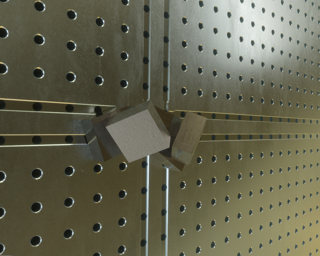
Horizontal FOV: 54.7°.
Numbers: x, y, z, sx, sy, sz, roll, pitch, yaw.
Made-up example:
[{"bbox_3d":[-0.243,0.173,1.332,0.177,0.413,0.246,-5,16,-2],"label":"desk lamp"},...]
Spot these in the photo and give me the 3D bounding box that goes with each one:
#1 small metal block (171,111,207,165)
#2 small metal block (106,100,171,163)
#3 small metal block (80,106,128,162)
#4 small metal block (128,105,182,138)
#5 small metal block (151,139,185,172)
[{"bbox_3d":[0.036,0.014,0.390,0.050,0.025,0.050,88,25,-68],"label":"small metal block"},{"bbox_3d":[-0.023,0.004,0.339,0.050,0.050,0.025,61,17,-23],"label":"small metal block"},{"bbox_3d":[-0.058,0.006,0.362,0.050,0.025,0.050,-25,106,-37],"label":"small metal block"},{"bbox_3d":[-0.010,-0.008,0.386,0.050,0.050,0.025,24,75,-38],"label":"small metal block"},{"bbox_3d":[0.017,0.025,0.426,0.050,0.025,0.050,43,64,-32],"label":"small metal block"}]
